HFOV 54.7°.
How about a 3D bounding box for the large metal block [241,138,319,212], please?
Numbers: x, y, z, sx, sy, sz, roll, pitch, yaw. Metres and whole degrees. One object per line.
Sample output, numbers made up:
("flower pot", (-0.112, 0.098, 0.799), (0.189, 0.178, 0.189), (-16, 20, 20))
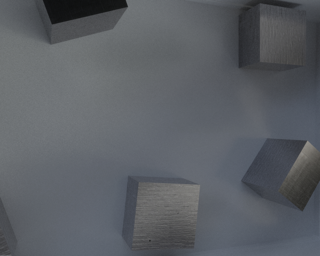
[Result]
("large metal block", (0.178, 0.063, 0.447), (0.050, 0.080, 0.080), (39, 78, -16))

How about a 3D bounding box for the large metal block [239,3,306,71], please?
("large metal block", (0.165, -0.130, 0.458), (0.081, 0.050, 0.080), (0, 90, -20))

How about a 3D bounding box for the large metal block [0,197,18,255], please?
("large metal block", (-0.206, 0.108, 0.321), (0.081, 0.050, 0.080), (-20, 97, -19))

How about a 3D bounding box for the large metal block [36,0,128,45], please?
("large metal block", (-0.091, -0.137, 0.347), (0.081, 0.080, 0.050), (-21, 97, -19))

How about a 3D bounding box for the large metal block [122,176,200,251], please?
("large metal block", (0.000, 0.107, 0.397), (0.081, 0.050, 0.080), (6, 88, -20))
